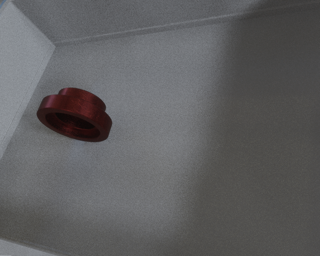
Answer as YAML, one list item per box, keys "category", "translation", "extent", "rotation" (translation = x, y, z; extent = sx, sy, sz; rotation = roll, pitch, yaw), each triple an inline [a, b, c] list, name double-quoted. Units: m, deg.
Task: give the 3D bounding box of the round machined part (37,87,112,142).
- category: "round machined part"
  translation: [-0.114, -0.020, 0.429]
  extent: [0.098, 0.098, 0.042]
  rotation: [-1, 62, 27]
